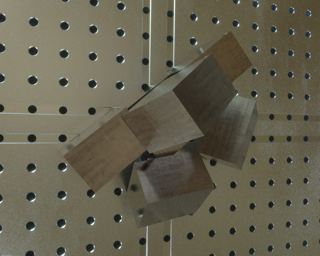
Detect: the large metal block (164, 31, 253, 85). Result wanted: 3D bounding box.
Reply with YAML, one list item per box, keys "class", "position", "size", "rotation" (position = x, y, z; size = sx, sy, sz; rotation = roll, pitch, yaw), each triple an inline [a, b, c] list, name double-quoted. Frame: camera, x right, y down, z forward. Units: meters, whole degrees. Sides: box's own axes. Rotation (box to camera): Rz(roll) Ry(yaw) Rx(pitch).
- class: "large metal block"
  position: [0.056, -0.073, 0.404]
  size: [0.080, 0.080, 0.050]
  rotation: [-41, 104, -15]

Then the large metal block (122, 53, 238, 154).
- class: "large metal block"
  position: [0.021, -0.025, 0.324]
  size: [0.050, 0.080, 0.080]
  rotation: [54, 49, -12]

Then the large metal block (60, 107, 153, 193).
- class: "large metal block"
  position: [-0.065, 0.022, 0.358]
  size: [0.080, 0.080, 0.050]
  rotation: [-40, 103, -16]

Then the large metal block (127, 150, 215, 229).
- class: "large metal block"
  position: [0.009, 0.076, 0.379]
  size: [0.081, 0.080, 0.050]
  rotation: [-9, 57, -20]

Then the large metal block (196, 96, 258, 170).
- class: "large metal block"
  position: [0.091, 0.007, 0.409]
  size: [0.050, 0.080, 0.080]
  rotation: [17, 83, 22]

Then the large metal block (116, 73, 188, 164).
- class: "large metal block"
  position: [0.000, -0.011, 0.400]
  size: [0.080, 0.050, 0.080]
  rotation: [-41, 103, -15]
